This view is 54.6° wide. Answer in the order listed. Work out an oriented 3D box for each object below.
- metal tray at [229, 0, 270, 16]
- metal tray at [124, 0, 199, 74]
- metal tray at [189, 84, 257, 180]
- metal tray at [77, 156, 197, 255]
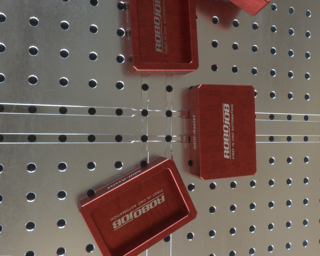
[{"bbox_3d":[0.095,-0.224,0.426,0.131,0.030,0.090,25,59,-18],"label":"metal tray"},{"bbox_3d":[0.001,-0.138,0.409,0.091,0.030,0.129,-4,91,-20],"label":"metal tray"},{"bbox_3d":[0.090,0.004,0.443,0.091,0.030,0.129,-2,91,-20],"label":"metal tray"},{"bbox_3d":[-0.027,0.105,0.399,0.131,0.030,0.090,-27,99,-18],"label":"metal tray"}]
